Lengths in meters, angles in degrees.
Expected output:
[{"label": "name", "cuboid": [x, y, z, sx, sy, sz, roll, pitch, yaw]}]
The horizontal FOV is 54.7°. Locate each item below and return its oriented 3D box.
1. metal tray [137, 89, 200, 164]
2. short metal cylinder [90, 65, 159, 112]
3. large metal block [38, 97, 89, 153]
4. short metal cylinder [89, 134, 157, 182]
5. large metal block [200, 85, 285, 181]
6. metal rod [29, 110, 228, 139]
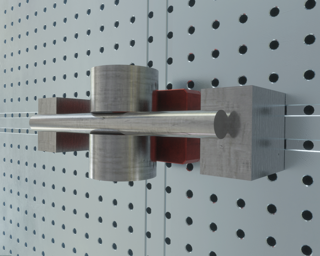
[{"label": "metal tray", "cuboid": [-0.009, -0.003, 0.414, 0.130, 0.030, 0.089, 2, 91, 40]}, {"label": "short metal cylinder", "cuboid": [-0.042, -0.043, 0.369, 0.080, 0.081, 0.050, 1, 91, 40]}, {"label": "large metal block", "cuboid": [-0.142, -0.005, 0.489, 0.050, 0.081, 0.080, 1, 91, 40]}, {"label": "short metal cylinder", "cuboid": [-0.044, 0.032, 0.371, 0.080, 0.081, 0.050, 1, 91, 40]}, {"label": "large metal block", "cuboid": [0.083, 0.004, 0.304, 0.050, 0.081, 0.080, 1, 91, 40]}, {"label": "metal rod", "cuboid": [-0.064, -0.005, 0.357, 0.300, 0.025, 0.025, 1, 91, 40]}]
